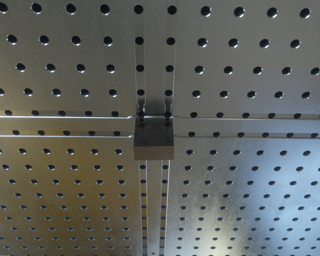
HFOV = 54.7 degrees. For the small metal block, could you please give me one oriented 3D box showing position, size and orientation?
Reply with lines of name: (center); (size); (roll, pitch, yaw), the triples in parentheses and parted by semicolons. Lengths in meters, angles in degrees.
small metal block: (-0.008, 0.016, 0.409); (0.050, 0.050, 0.025); (-1, 130, 0)
